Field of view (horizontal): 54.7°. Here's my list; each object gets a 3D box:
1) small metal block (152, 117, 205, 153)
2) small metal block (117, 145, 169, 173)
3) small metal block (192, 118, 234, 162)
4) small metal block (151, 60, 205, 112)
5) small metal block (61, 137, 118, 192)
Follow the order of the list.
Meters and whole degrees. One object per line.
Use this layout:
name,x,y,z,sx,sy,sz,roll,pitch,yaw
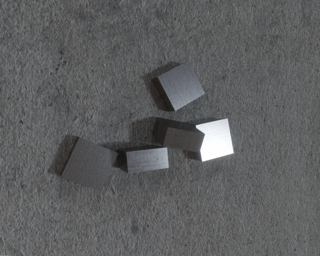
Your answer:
small metal block,0.023,0.008,0.401,0.050,0.050,0.025,11,103,-20
small metal block,-0.023,0.038,0.387,0.050,0.050,0.025,-5,92,-20
small metal block,0.071,0.016,0.435,0.050,0.025,0.050,-12,94,-20
small metal block,0.025,-0.056,0.418,0.050,0.025,0.050,-31,100,-17
small metal block,-0.086,0.043,0.377,0.050,0.025,0.050,26,82,-18
